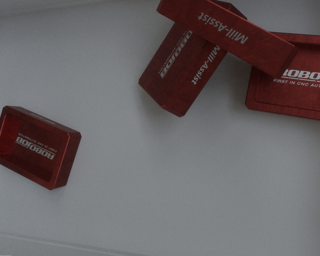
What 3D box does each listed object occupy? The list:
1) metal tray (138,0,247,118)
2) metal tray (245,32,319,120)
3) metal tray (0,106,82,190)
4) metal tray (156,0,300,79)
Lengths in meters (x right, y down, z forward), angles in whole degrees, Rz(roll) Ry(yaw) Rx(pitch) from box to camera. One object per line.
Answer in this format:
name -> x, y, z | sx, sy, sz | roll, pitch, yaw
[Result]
metal tray -> 0.033, -0.088, 0.369 | 0.129, 0.030, 0.090 | -56, 34, 11
metal tray -> 0.170, -0.055, 0.347 | 0.130, 0.030, 0.089 | 11, 94, 19
metal tray -> -0.193, 0.028, 0.475 | 0.130, 0.030, 0.089 | 21, 97, 18
metal tray -> 0.071, -0.097, 0.312 | 0.130, 0.090, 0.030 | 33, 112, 11
